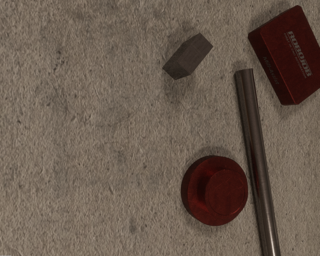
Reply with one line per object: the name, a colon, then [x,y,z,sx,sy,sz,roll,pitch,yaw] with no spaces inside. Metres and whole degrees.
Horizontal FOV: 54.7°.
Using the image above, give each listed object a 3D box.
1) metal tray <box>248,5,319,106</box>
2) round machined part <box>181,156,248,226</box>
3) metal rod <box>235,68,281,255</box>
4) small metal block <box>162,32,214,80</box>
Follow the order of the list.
metal tray: [0.205,-0.112,0.484,0.090,0.030,0.130,-34,102,-17]
round machined part: [0.083,0.089,0.432,0.099,0.042,0.097,0,90,-21]
metal rod: [0.149,0.061,0.465,0.025,0.025,0.298,-11,94,-20]
small metal block: [0.036,-0.093,0.410,0.025,0.050,0.050,42,77,-16]
